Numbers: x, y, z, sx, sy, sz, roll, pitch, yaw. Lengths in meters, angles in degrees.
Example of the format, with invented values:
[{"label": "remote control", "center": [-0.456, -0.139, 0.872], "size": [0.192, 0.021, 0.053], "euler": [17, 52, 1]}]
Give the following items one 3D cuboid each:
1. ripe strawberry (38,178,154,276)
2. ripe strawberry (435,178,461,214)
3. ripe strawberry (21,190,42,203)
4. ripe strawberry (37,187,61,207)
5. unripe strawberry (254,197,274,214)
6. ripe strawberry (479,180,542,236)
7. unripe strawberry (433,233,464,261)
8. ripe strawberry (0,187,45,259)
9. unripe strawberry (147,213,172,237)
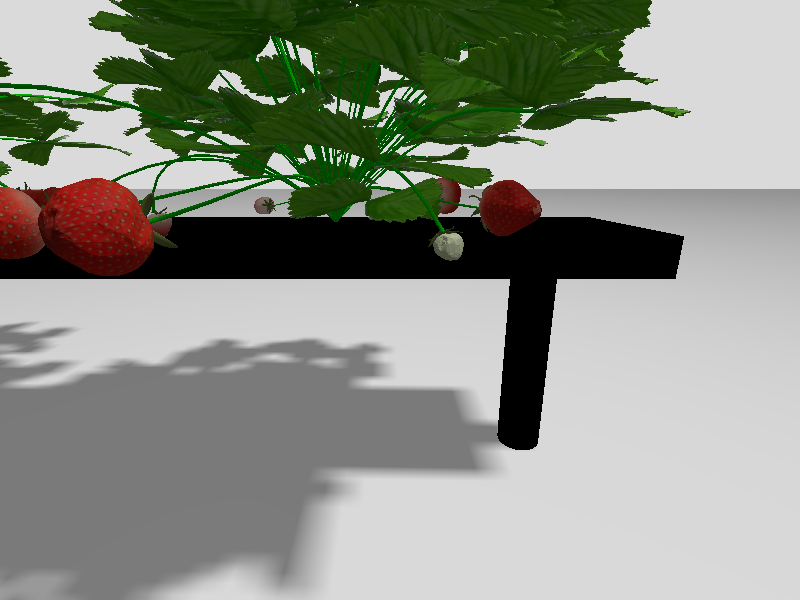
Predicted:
[{"label": "ripe strawberry", "center": [-0.111, -0.026, 0.146], "size": [0.031, 0.036, 0.034], "euler": [5, 18, 15]}, {"label": "ripe strawberry", "center": [0.052, -0.117, 0.448], "size": [0.037, 0.039, 0.040], "euler": [15, 22, 41]}, {"label": "ripe strawberry", "center": [-0.274, -0.068, 0.301], "size": [0.028, 0.027, 0.030], "euler": [36, 20, -1]}, {"label": "ripe strawberry", "center": [-0.263, -0.070, 0.305], "size": [0.032, 0.031, 0.029], "euler": [-7, 18, -9]}, {"label": "unripe strawberry", "center": [-0.139, -0.096, 0.408], "size": [0.020, 0.017, 0.020], "euler": [13, 21, 38]}, {"label": "ripe strawberry", "center": [0.068, -0.056, 0.247], "size": [0.035, 0.034, 0.038], "euler": [13, 21, 36]}, {"label": "unripe strawberry", "center": [0.022, -0.023, 0.178], "size": [0.014, 0.012, 0.012], "euler": [-7, -28, -23]}, {"label": "ripe strawberry", "center": [-0.177, -0.033, 0.175], "size": [0.036, 0.031, 0.036], "euler": [12, 21, 34]}, {"label": "unripe strawberry", "center": [-0.153, -0.048, 0.256], "size": [0.015, 0.015, 0.016], "euler": [-15, 22, -41]}]
